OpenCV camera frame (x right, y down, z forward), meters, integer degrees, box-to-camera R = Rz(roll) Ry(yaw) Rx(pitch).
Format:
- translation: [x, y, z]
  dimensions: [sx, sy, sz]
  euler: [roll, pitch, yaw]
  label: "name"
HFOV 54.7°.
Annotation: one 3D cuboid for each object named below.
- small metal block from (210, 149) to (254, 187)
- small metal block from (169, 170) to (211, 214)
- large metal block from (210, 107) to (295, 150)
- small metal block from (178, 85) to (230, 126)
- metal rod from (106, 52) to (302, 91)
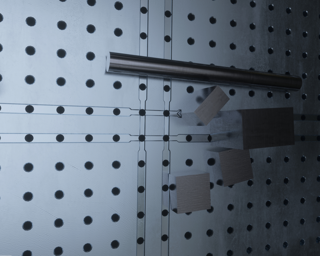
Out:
- translation: [0.105, 0.054, 0.453]
  dimensions: [0.050, 0.025, 0.050]
  euler: [-11, 94, -20]
  label: "small metal block"
- translation: [0.041, 0.088, 0.429]
  dimensions: [0.050, 0.025, 0.050]
  euler: [-3, 91, -20]
  label: "small metal block"
- translation: [0.125, -0.001, 0.431]
  dimensions: [0.081, 0.080, 0.050]
  euler: [-4, 92, -20]
  label: "large metal block"
- translation: [0.059, -0.029, 0.422]
  dimensions: [0.025, 0.050, 0.050]
  euler: [46, 76, -15]
  label: "small metal block"
- translation: [0.076, -0.077, 0.442]
  dimensions: [0.303, 0.025, 0.025]
  euler: [3, 89, -21]
  label: "metal rod"
